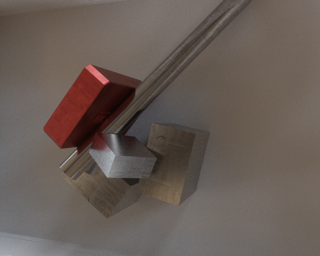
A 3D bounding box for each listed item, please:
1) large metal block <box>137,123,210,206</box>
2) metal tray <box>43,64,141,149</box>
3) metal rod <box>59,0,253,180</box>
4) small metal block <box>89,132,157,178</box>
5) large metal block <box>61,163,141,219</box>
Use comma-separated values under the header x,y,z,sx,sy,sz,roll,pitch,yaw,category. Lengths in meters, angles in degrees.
x,y,z,sx,sy,sz,roll,pitch,yaw,category
0.019,0.039,0.373,0.050,0.080,0.079,14,95,19,large metal block
-0.066,-0.022,0.375,0.030,0.130,0.090,42,104,16,metal tray
0.000,-0.057,0.360,0.025,0.025,0.300,43,86,14,metal rod
-0.040,0.029,0.330,0.050,0.050,0.025,40,114,47,small metal block
-0.064,0.062,0.403,0.080,0.080,0.050,38,102,15,large metal block
